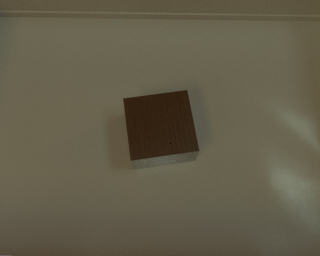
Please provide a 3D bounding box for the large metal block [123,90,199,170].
[{"bbox_3d":[0.000,0.003,0.395,0.080,0.050,0.080,-8,70,-3],"label":"large metal block"}]
